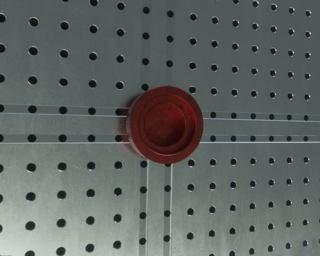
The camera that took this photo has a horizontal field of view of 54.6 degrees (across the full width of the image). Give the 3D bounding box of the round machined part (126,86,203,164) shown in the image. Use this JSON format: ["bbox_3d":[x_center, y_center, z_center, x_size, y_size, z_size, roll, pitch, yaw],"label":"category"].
[{"bbox_3d":[0.003,-0.004,0.404,0.099,0.042,0.097,0,90,-20],"label":"round machined part"}]
